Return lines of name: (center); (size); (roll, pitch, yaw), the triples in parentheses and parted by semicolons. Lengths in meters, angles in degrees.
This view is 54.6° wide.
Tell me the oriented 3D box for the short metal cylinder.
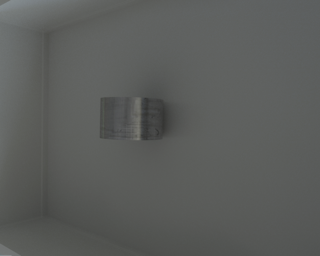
short metal cylinder: (-0.036, -0.012, 0.398); (0.080, 0.081, 0.050); (3, 92, 40)
